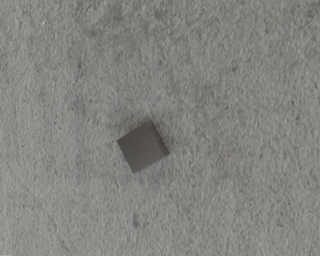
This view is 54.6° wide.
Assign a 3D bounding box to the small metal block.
[{"bbox_3d":[-0.022,0.026,0.417,0.050,0.025,0.050,-31,80,17],"label":"small metal block"}]
